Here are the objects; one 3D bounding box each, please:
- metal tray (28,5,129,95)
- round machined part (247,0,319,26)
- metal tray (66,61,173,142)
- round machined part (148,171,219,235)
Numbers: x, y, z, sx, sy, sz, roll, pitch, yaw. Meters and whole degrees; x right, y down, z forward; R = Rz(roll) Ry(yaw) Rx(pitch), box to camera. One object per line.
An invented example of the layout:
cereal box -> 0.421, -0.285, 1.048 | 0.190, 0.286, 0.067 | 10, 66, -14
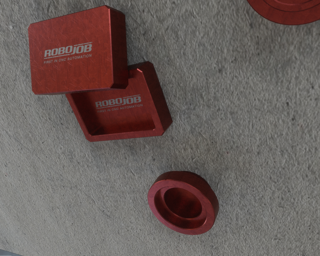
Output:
metal tray -> -0.102, -0.089, 0.377 | 0.130, 0.030, 0.089 | -1, 94, 29
round machined part -> 0.114, -0.134, 0.253 | 0.098, 0.042, 0.097 | 13, 124, 20
metal tray -> -0.057, -0.031, 0.413 | 0.130, 0.030, 0.090 | -6, 116, 30
round machined part -> 0.036, 0.100, 0.438 | 0.098, 0.042, 0.097 | 13, 124, 20
